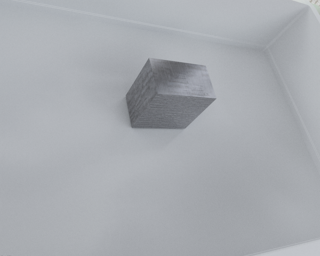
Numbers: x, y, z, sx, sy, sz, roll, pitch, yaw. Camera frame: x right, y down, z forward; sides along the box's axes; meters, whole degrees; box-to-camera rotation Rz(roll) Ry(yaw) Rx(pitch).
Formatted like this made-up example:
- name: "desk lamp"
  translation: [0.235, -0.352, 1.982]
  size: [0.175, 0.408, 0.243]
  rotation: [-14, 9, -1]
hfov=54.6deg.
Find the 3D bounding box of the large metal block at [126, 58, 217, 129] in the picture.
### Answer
- name: "large metal block"
  translation: [0.011, -0.040, 0.397]
  size: [0.081, 0.080, 0.050]
  rotation: [1, 61, -28]
